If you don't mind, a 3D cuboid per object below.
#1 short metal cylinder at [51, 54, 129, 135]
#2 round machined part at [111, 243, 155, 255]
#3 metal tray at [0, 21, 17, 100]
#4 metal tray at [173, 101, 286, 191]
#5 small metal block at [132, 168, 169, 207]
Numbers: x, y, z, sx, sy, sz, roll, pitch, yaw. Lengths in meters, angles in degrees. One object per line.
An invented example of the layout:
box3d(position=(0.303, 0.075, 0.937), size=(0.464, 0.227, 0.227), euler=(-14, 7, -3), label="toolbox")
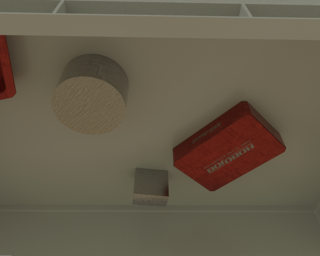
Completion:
box3d(position=(-0.078, -0.038, 0.359), size=(0.081, 0.050, 0.079), euler=(0, 130, 0), label="short metal cylinder")
box3d(position=(-0.054, 0.272, 0.631), size=(0.099, 0.042, 0.097), euler=(-1, 130, 0), label="round machined part")
box3d(position=(-0.221, -0.061, 0.306), size=(0.131, 0.030, 0.089), euler=(-19, 138, -30), label="metal tray")
box3d(position=(0.094, 0.031, 0.434), size=(0.130, 0.030, 0.090), euler=(-37, 122, 27), label="metal tray")
box3d(position=(-0.014, 0.089, 0.469), size=(0.050, 0.050, 0.025), euler=(6, 130, -6), label="small metal block")
